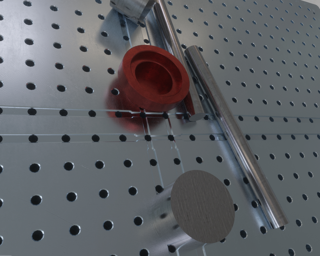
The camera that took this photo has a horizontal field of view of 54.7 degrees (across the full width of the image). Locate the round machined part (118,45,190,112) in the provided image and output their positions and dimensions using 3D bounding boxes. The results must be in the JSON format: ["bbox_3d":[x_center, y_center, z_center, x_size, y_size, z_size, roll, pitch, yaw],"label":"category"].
[{"bbox_3d":[-0.012,-0.064,0.430,0.099,0.042,0.098,14,56,-21],"label":"round machined part"}]

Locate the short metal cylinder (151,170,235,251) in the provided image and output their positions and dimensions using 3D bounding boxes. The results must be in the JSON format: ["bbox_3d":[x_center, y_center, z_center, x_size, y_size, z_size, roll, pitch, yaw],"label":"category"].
[{"bbox_3d":[0.037,0.094,0.354,0.081,0.050,0.080,14,56,-21],"label":"short metal cylinder"}]

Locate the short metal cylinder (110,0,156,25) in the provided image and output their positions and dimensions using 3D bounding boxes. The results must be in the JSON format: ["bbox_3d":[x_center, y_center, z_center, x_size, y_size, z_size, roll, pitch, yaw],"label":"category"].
[{"bbox_3d":[-0.034,-0.209,0.482,0.050,0.080,0.080,34,51,-7],"label":"short metal cylinder"}]

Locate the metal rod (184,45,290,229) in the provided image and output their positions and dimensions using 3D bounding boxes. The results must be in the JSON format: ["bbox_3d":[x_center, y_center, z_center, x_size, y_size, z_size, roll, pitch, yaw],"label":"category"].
[{"bbox_3d":[0.106,0.001,0.464,0.025,0.025,0.299,-10,67,-33],"label":"metal rod"}]

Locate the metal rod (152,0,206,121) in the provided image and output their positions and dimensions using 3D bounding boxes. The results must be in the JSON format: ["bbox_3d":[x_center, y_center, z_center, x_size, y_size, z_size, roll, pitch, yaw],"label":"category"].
[{"bbox_3d":[0.016,-0.147,0.506,0.025,0.025,0.299,-2,63,-29],"label":"metal rod"}]
